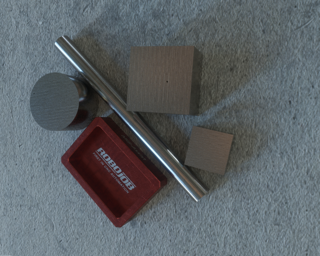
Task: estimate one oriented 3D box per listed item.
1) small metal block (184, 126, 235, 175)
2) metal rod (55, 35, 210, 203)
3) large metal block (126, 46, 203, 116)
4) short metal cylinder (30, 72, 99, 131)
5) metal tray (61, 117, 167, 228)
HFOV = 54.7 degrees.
[{"bbox_3d":[0.063,0.027,0.388,0.050,0.025,0.050,14,95,19],"label":"small metal block"},{"bbox_3d":[-0.046,-0.021,0.425,0.025,0.025,0.300,-46,76,14],"label":"metal rod"},{"bbox_3d":[0.007,-0.058,0.394,0.080,0.050,0.079,5,92,19],"label":"large metal block"},{"bbox_3d":[-0.136,-0.036,0.443,0.080,0.050,0.079,0,90,19],"label":"short metal cylinder"},{"bbox_3d":[-0.065,0.058,0.429,0.130,0.030,0.090,46,104,14],"label":"metal tray"}]
